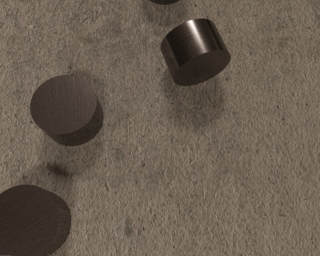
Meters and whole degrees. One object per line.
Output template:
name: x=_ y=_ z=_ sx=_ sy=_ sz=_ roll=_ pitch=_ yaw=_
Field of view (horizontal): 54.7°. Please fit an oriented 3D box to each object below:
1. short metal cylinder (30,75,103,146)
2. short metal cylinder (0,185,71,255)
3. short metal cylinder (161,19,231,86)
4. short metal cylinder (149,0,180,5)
short metal cylinder: x=-0.118 y=-0.022 z=0.401 sx=0.081 sy=0.050 sz=0.080 roll=0 pitch=70 yaw=0
short metal cylinder: x=-0.149 y=0.109 z=0.353 sx=0.081 sy=0.050 sz=0.080 roll=0 pitch=70 yaw=0
short metal cylinder: x=0.047 y=-0.099 z=0.416 sx=0.081 sy=0.080 sz=0.050 roll=-18 pitch=71 yaw=-7
short metal cylinder: x=0.007 y=-0.242 z=0.484 sx=0.081 sy=0.050 sz=0.080 roll=0 pitch=70 yaw=0
